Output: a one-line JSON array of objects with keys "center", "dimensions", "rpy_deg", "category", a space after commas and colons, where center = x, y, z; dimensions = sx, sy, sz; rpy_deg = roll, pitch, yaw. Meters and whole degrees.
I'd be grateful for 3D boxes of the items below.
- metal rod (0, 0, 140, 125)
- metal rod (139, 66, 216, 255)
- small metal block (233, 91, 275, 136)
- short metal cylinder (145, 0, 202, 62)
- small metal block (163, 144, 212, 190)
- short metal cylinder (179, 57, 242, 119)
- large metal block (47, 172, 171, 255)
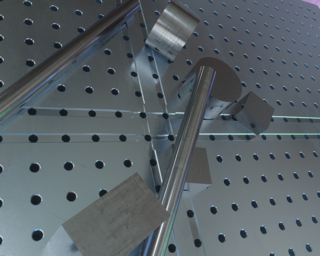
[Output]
[{"center": [-0.110, -0.106, 0.413], "dimensions": [0.025, 0.025, 0.301], "rpy_deg": [37, 51, -3], "category": "metal rod"}, {"center": [0.019, 0.051, 0.354], "dimensions": [0.025, 0.025, 0.300], "rpy_deg": [26, 63, -13], "category": "metal rod"}, {"center": [0.154, -0.024, 0.506], "dimensions": [0.050, 0.025, 0.050], "rpy_deg": [37, 51, -4], "category": "small metal block"}, {"center": [0.020, -0.149, 0.475], "dimensions": [0.050, 0.080, 0.080], "rpy_deg": [33, 51, -7], "category": "short metal cylinder"}, {"center": [0.035, 0.051, 0.396], "dimensions": [0.050, 0.025, 0.050], "rpy_deg": [8, 58, -24], "category": "small metal block"}, {"center": [0.076, -0.060, 0.469], "dimensions": [0.081, 0.050, 0.080], "rpy_deg": [14, 56, -21], "category": "short metal cylinder"}, {"center": [-0.050, 0.095, 0.288], "dimensions": [0.081, 0.080, 0.050], "rpy_deg": [-32, 80, -38], "category": "large metal block"}]
